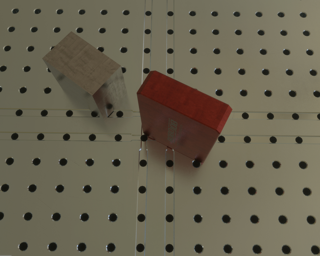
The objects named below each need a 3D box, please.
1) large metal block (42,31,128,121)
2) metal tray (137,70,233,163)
[{"bbox_3d":[-0.093,-0.065,0.405,0.080,0.080,0.050,36,74,12],"label":"large metal block"},{"bbox_3d":[0.024,-0.006,0.358,0.090,0.130,0.030,27,73,9],"label":"metal tray"}]
